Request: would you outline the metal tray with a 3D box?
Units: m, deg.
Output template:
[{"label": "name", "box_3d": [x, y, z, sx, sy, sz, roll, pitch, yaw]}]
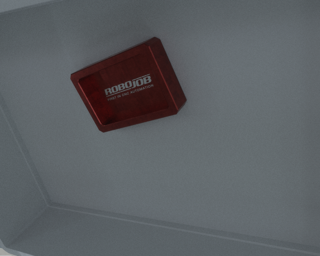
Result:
[{"label": "metal tray", "box_3d": [-0.042, -0.050, 0.395, 0.130, 0.030, 0.090, -13, 112, 33]}]
